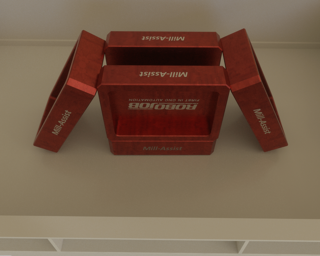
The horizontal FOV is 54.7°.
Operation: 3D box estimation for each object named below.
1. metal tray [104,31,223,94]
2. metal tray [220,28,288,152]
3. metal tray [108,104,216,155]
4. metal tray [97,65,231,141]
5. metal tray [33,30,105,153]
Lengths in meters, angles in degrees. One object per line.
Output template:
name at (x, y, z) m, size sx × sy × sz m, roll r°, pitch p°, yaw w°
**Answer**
metal tray at (0.004, -0.072, 0.381) m, size 0.131 × 0.089 × 0.030 m, roll 0°, pitch 50°, yaw 0°
metal tray at (0.114, -0.042, 0.372) m, size 0.030 × 0.130 × 0.090 m, roll -20°, pitch 47°, yaw 23°
metal tray at (0.003, -0.009, 0.408) m, size 0.131 × 0.030 × 0.090 m, roll 0°, pitch 50°, yaw -1°
metal tray at (0.004, -0.025, 0.342) m, size 0.131 × 0.089 × 0.030 m, roll 0°, pitch 50°, yaw -1°
metal tray at (-0.109, -0.040, 0.370) m, size 0.030 × 0.129 × 0.090 m, roll 22°, pitch 46°, yaw -24°
